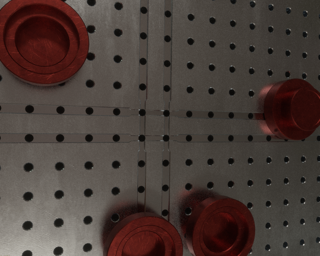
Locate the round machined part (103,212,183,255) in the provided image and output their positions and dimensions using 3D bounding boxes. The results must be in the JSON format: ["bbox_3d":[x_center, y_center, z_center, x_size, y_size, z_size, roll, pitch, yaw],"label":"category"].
[{"bbox_3d":[-0.024,0.156,0.396,0.099,0.042,0.097,0,90,-21],"label":"round machined part"}]

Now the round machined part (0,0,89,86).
[{"bbox_3d":[-0.134,-0.097,0.354,0.099,0.042,0.097,0,90,-21],"label":"round machined part"}]

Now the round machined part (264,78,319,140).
[{"bbox_3d":[0.217,-0.029,0.486,0.099,0.042,0.097,0,90,-21],"label":"round machined part"}]

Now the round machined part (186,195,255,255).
[{"bbox_3d":[0.080,0.143,0.435,0.099,0.042,0.097,0,90,-21],"label":"round machined part"}]
